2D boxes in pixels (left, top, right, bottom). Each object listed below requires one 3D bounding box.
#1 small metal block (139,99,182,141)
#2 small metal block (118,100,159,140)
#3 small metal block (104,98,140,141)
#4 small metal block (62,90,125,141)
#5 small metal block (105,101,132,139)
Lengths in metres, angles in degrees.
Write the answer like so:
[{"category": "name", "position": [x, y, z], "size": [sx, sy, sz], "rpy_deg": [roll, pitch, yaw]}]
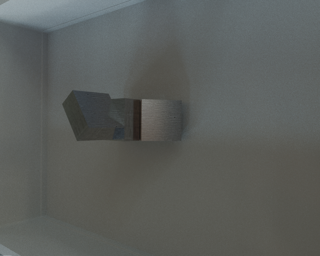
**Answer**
[{"category": "small metal block", "position": [-0.001, -0.009, 0.386], "size": [0.025, 0.050, 0.050], "rpy_deg": [-178, 88, -74]}, {"category": "small metal block", "position": [-0.028, -0.010, 0.411], "size": [0.025, 0.050, 0.050], "rpy_deg": [1, 91, 40]}, {"category": "small metal block", "position": [-0.052, -0.010, 0.381], "size": [0.050, 0.025, 0.050], "rpy_deg": [1, 90, 40]}, {"category": "small metal block", "position": [-0.075, -0.014, 0.352], "size": [0.025, 0.050, 0.050], "rpy_deg": [-43, 64, 32]}, {"category": "small metal block", "position": [-0.057, -0.011, 0.432], "size": [0.025, 0.050, 0.050], "rpy_deg": [1, 91, 7]}]
